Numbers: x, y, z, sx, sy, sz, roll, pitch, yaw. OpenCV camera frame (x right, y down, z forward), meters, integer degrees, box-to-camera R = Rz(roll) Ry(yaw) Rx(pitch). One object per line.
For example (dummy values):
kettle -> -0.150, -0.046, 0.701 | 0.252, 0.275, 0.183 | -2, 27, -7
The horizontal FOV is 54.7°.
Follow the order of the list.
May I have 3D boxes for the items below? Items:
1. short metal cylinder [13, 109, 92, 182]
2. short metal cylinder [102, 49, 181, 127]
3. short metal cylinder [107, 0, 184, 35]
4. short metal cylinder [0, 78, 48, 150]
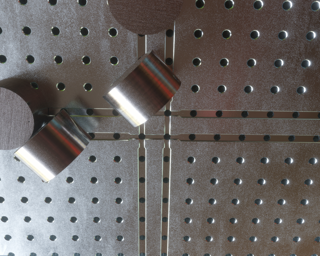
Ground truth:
short metal cylinder -> -0.134, 0.021, 0.390 | 0.080, 0.080, 0.050 | -38, 106, 12
short metal cylinder -> -0.022, -0.047, 0.367 | 0.080, 0.080, 0.050 | -40, 106, 13
short metal cylinder -> -0.015, -0.147, 0.346 | 0.081, 0.050, 0.079 | 0, 110, -1
short metal cylinder -> -0.190, -0.019, 0.390 | 0.081, 0.050, 0.079 | 0, 110, -1
